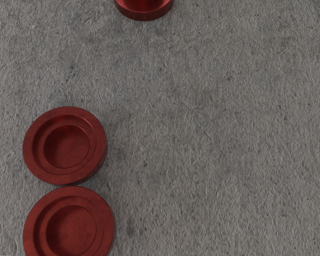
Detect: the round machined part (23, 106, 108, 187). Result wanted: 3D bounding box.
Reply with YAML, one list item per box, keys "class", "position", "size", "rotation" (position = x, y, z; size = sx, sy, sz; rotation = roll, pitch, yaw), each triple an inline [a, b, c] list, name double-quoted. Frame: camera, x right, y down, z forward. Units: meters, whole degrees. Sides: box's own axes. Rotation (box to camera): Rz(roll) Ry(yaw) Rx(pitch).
- class: "round machined part"
  position: [-0.114, 0.025, 0.389]
  size: [0.099, 0.042, 0.098]
  rotation: [0, 70, 0]

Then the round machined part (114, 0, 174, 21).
- class: "round machined part"
  position: [-0.025, -0.219, 0.479]
  size: [0.099, 0.042, 0.098]
  rotation: [0, 70, 0]

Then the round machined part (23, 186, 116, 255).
- class: "round machined part"
  position: [-0.099, 0.118, 0.355]
  size: [0.099, 0.042, 0.098]
  rotation: [0, 70, 0]
